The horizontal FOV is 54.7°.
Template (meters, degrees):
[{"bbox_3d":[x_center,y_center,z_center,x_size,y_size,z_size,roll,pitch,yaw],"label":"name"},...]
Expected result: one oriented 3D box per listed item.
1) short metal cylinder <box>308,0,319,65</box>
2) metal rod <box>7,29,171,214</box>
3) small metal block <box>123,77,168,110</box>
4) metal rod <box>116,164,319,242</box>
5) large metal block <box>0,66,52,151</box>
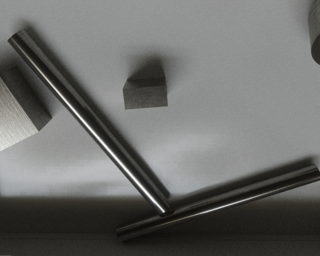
[{"bbox_3d":[0.208,-0.109,0.339,0.080,0.050,0.080,8,151,4],"label":"short metal cylinder"},{"bbox_3d":[-0.083,0.003,0.411,0.025,0.025,0.300,-34,107,11],"label":"metal rod"},{"bbox_3d":[-0.017,-0.044,0.382,0.050,0.050,0.025,-4,110,1],"label":"small metal block"},{"bbox_3d":[0.080,0.111,0.453,0.301,0.025,0.025,-19,109,6],"label":"metal rod"},{"bbox_3d":[-0.199,-0.020,0.388,0.080,0.050,0.080,-26,108,8],"label":"large metal block"}]
